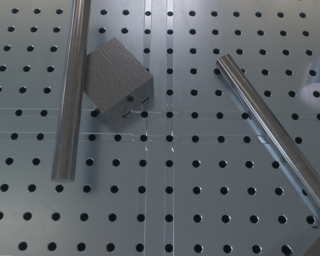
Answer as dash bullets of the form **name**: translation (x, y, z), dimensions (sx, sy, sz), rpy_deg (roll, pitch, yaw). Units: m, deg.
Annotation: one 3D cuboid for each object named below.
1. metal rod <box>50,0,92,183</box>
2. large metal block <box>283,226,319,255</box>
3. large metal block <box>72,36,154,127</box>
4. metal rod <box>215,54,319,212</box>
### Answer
- **metal rod**: translation (-0.106, -0.083, 0.388), dimensions (0.025, 0.025, 0.299), rpy_deg (0, 70, 0)
- **large metal block**: translation (0.181, 0.166, 0.339), dimensions (0.080, 0.050, 0.080), rpy_deg (-40, 75, -13)
- **large metal block**: translation (-0.065, -0.062, 0.421), dimensions (0.080, 0.050, 0.080), rpy_deg (-39, 75, -13)
- **metal rod**: translation (0.164, 0.025, 0.403), dimensions (0.025, 0.025, 0.299), rpy_deg (-28, 73, -10)
